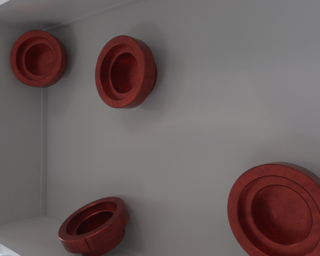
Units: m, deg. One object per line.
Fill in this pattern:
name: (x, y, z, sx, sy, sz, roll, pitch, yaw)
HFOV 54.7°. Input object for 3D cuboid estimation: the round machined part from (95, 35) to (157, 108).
round machined part: (-0.043, -0.075, 0.431, 0.098, 0.042, 0.097, 0, 90, 40)

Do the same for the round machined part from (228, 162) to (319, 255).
round machined part: (0.119, 0.081, 0.297, 0.098, 0.042, 0.097, 0, 90, 40)

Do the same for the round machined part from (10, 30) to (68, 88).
round machined part: (-0.210, -0.120, 0.551, 0.098, 0.042, 0.097, 0, 91, 10)

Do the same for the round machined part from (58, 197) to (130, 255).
round machined part: (-0.088, 0.143, 0.439, 0.098, 0.099, 0.042, -8, 110, 39)
